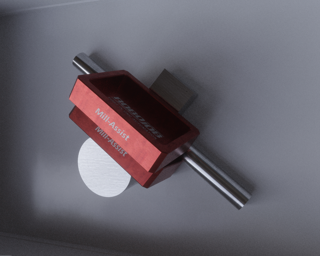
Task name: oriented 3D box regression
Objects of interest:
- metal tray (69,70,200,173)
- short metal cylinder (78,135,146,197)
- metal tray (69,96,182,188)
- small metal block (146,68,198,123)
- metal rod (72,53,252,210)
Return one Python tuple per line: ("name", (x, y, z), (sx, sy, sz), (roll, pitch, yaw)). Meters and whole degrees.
("metal tray", (-0.027, -0.015, 0.356), (0.130, 0.091, 0.030), (41, 120, 15))
("short metal cylinder", (-0.060, 0.045, 0.410), (0.080, 0.050, 0.079), (4, 98, 24))
("metal tray", (-0.039, 0.014, 0.387), (0.130, 0.090, 0.030), (41, 103, 15))
("small metal block", (0.013, -0.041, 0.404), (0.050, 0.025, 0.050), (42, 103, 14))
("metal rod", (-0.007, -0.005, 0.412), (0.300, 0.025, 0.025), (41, 103, 15))
